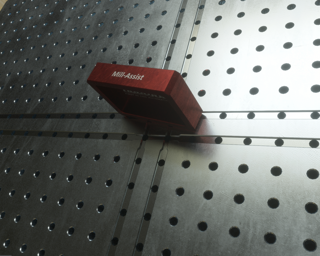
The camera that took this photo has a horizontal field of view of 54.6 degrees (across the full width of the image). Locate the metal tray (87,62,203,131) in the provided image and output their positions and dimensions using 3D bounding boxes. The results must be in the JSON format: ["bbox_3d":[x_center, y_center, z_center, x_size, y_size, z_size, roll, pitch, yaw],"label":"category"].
[{"bbox_3d":[-0.020,-0.041,0.402,0.130,0.090,0.030,13,69,33],"label":"metal tray"}]
